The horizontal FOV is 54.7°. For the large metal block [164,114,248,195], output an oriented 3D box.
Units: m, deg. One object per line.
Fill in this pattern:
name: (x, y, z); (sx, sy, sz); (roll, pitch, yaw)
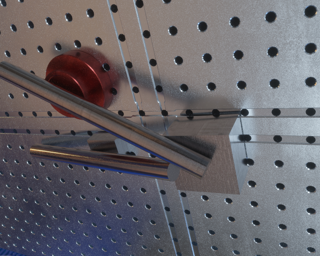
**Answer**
large metal block: (0.057, 0.031, 0.380); (0.080, 0.050, 0.080); (-2, 118, 28)

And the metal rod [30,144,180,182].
metal rod: (-0.101, 0.045, 0.455); (0.300, 0.025, 0.025); (2, 120, 38)

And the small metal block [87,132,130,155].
small metal block: (-0.076, 0.034, 0.471); (0.050, 0.025, 0.050); (0, 118, 28)

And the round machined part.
round machined part: (-0.119, -0.053, 0.427); (0.098, 0.042, 0.097); (13, 124, 20)

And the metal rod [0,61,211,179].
metal rod: (-0.080, -0.017, 0.379); (0.301, 0.025, 0.025); (25, 127, 15)
